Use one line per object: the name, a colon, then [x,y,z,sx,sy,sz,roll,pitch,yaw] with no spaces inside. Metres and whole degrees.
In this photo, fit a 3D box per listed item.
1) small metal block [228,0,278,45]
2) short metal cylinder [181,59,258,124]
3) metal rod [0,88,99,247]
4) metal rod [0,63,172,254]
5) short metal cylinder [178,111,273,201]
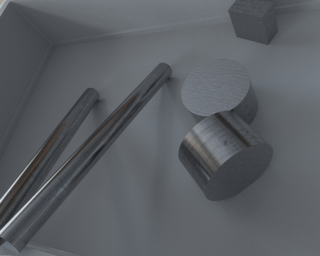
small metal block: [0.124,-0.142,0.411,0.050,0.050,0.025,30,78,37]
short metal cylinder: [0.072,-0.036,0.373,0.080,0.050,0.080,-13,56,20]
metal rod: [-0.131,0.028,0.372,0.025,0.025,0.301,-16,29,19]
metal rod: [-0.060,0.006,0.356,0.025,0.025,0.301,5,40,30]
short metal cylinder: [0.066,0.029,0.317,0.080,0.080,0.050,-38,51,2]
